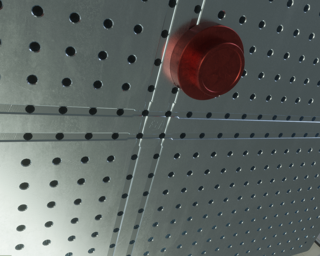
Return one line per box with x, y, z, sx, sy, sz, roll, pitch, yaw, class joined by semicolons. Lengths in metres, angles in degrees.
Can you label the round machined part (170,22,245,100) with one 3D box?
0.066;-0.079;0.390;0.099;0.042;0.097;-14;124;-21;round machined part
